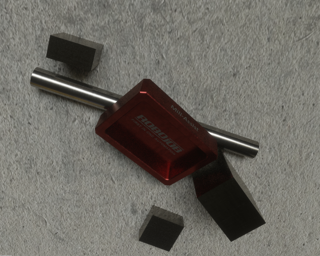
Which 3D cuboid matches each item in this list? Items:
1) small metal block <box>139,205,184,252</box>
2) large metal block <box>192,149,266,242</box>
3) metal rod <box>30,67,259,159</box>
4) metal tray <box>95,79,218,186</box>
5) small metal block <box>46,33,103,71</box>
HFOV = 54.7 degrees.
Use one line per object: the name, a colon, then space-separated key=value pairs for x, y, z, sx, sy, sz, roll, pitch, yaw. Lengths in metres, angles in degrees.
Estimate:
small metal block: x=0.002 y=0.151 z=0.466 sx=0.050 sy=0.025 sz=0.050 roll=24 pitch=108 yaw=-9
large metal block: x=0.088 y=0.087 z=0.414 sx=0.050 sy=0.080 sz=0.080 roll=-33 pitch=107 yaw=11
metal rod: x=-0.013 y=-0.017 z=0.403 sx=0.302 sy=0.025 sz=0.025 roll=18 pitch=109 yaw=-7
metal tray: x=-0.002 y=0.011 z=0.387 sx=0.090 sy=0.030 sz=0.130 roll=-36 pitch=117 yaw=30
small metal block: x=-0.098 y=-0.090 z=0.362 sx=0.050 sy=0.050 sz=0.025 roll=16 pitch=109 yaw=-6
